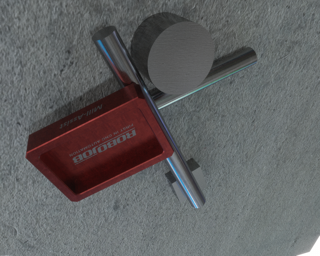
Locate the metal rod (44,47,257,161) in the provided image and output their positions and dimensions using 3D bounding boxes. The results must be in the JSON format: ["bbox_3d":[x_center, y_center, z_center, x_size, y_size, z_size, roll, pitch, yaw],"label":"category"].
[{"bbox_3d":[-0.009,-0.032,0.385,0.302,0.025,0.025,-26,128,-12],"label":"metal rod"}]

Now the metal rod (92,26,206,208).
[{"bbox_3d":[0.003,0.012,0.387,0.025,0.025,0.299,-34,129,-6],"label":"metal rod"}]

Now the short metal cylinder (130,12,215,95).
[{"bbox_3d":[0.013,-0.084,0.348,0.081,0.050,0.079,-14,125,-21],"label":"short metal cylinder"}]

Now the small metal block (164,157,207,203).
[{"bbox_3d":[0.041,0.082,0.483,0.050,0.025,0.050,-30,129,-10],"label":"small metal block"}]

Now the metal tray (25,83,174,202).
[{"bbox_3d":[-0.061,0.019,0.335,0.130,0.030,0.090,-26,129,3],"label":"metal tray"}]
